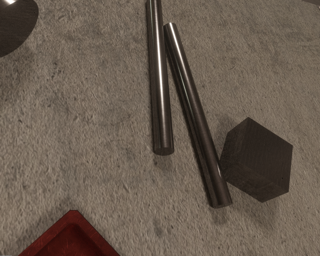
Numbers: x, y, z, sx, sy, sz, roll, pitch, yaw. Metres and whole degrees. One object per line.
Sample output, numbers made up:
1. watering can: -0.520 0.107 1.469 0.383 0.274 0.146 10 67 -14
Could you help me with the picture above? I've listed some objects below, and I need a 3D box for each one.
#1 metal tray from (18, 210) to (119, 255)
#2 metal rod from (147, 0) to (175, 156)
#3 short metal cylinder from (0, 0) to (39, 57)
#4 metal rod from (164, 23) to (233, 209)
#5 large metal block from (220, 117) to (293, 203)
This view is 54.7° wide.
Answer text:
1. metal tray: -0.069 0.150 0.272 0.130 0.030 0.091 46 51 3
2. metal rod: -0.003 -0.100 0.464 0.025 0.025 0.299 10 57 -23
3. short metal cylinder: -0.185 -0.126 0.346 0.050 0.080 0.080 39 51 -3
4. metal rod: 0.048 -0.034 0.451 0.025 0.025 0.299 1 61 -28
5. large metal block: 0.134 0.045 0.435 0.080 0.050 0.080 31 51 -8
